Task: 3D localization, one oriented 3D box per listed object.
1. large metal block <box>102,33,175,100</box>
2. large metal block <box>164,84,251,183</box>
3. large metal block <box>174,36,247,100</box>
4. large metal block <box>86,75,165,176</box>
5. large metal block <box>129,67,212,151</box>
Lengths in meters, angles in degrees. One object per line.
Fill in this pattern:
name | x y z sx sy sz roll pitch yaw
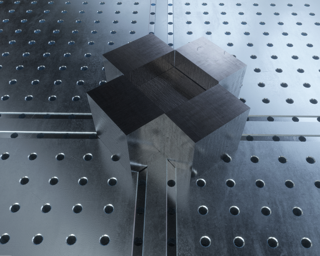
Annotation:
large metal block | -0.027 -0.073 0.434 0.080 0.080 0.050 -31 57 -24
large metal block | 0.053 0.007 0.368 0.080 0.080 0.050 -30 56 -23
large metal block | 0.064 -0.065 0.428 0.050 0.080 0.080 -31 57 -24
large metal block | -0.039 -0.003 0.374 0.050 0.080 0.080 -32 57 -24
large metal block | 0.014 -0.025 0.411 0.080 0.050 0.080 -32 56 -22
